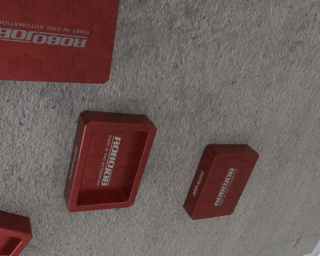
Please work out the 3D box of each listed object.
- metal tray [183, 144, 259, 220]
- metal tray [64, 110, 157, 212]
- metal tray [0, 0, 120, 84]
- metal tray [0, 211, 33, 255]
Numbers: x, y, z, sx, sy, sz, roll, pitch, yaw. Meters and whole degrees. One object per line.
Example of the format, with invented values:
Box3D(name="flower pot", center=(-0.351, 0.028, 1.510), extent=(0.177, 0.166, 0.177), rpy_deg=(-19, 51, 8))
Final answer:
Box3D(name="metal tray", center=(0.100, 0.089, 0.513), extent=(0.091, 0.030, 0.129), rpy_deg=(2, 118, -30))
Box3D(name="metal tray", center=(-0.065, 0.045, 0.395), extent=(0.091, 0.030, 0.129), rpy_deg=(3, 117, -30))
Box3D(name="metal tray", center=(-0.109, -0.090, 0.288), extent=(0.131, 0.030, 0.089), rpy_deg=(-2, 119, -28))
Box3D(name="metal tray", center=(-0.230, 0.156, 0.373), extent=(0.090, 0.030, 0.130), rpy_deg=(33, 100, -38))
